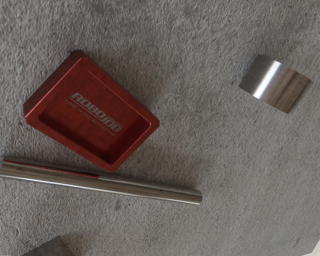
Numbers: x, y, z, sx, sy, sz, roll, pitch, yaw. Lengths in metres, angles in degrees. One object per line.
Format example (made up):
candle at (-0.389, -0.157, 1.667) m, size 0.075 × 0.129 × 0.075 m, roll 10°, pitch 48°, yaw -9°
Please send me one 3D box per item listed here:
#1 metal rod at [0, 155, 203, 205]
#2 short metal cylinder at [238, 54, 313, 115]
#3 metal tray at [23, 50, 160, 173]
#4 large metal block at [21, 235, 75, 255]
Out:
metal rod at (-0.057, 0.078, 0.424) m, size 0.302 × 0.025 × 0.025 m, roll 17°, pitch 109°, yaw -35°
short metal cylinder at (0.155, -0.059, 0.420) m, size 0.081 × 0.080 × 0.050 m, roll 17°, pitch 110°, yaw -35°
metal tray at (-0.073, -0.013, 0.355) m, size 0.090 × 0.030 × 0.130 m, roll -46°, pitch 129°, yaw 4°
large metal block at (-0.159, 0.212, 0.435) m, size 0.080 × 0.050 × 0.080 m, roll -27°, pitch 128°, yaw -12°
